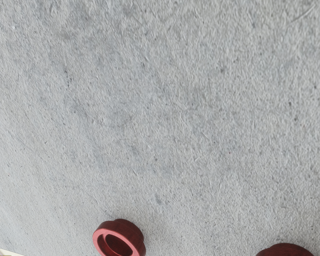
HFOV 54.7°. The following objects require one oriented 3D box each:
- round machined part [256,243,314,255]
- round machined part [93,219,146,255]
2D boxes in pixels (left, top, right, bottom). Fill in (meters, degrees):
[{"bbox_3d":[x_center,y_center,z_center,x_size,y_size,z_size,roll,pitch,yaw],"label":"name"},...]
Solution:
[{"bbox_3d":[0.179,0.198,0.424,0.098,0.042,0.097,13,124,21],"label":"round machined part"},{"bbox_3d":[-0.068,0.203,0.558,0.098,0.042,0.097,13,124,21],"label":"round machined part"}]
